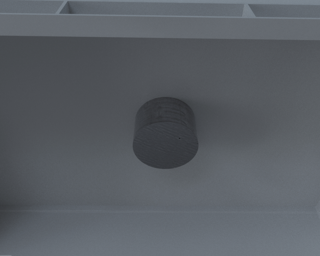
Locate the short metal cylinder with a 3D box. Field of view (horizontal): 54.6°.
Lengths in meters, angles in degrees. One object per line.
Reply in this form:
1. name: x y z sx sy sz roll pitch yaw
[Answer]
1. short metal cylinder: 0.007 0.007 0.399 0.080 0.050 0.080 0 130 0
